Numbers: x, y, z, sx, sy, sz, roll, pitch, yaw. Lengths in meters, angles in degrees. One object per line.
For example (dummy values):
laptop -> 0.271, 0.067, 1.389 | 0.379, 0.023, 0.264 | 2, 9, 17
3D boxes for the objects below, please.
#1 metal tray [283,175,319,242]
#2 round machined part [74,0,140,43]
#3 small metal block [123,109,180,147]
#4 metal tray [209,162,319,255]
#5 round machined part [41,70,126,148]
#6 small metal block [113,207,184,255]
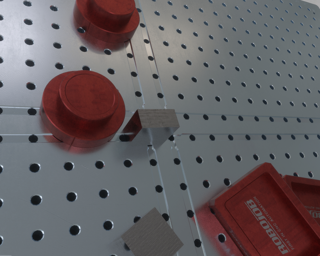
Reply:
metal tray -> 0.230, 0.123, 0.453 | 0.131, 0.030, 0.090 | 11, 57, -22
round machined part -> -0.076, -0.180, 0.466 | 0.099, 0.042, 0.098 | 14, 56, -21
small metal block -> -0.012, 0.000, 0.386 | 0.050, 0.050, 0.025 | -2, 63, -29
metal tray -> 0.135, 0.120, 0.381 | 0.090, 0.030, 0.130 | -33, 79, -12
round machined part -> -0.087, -0.029, 0.368 | 0.099, 0.042, 0.098 | 14, 56, -21
small metal block -> -0.012, 0.121, 0.327 | 0.050, 0.025, 0.050 | -32, 80, -38
